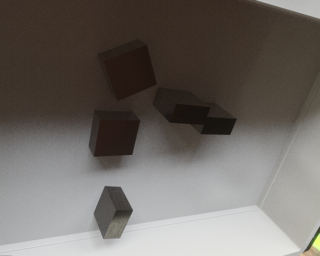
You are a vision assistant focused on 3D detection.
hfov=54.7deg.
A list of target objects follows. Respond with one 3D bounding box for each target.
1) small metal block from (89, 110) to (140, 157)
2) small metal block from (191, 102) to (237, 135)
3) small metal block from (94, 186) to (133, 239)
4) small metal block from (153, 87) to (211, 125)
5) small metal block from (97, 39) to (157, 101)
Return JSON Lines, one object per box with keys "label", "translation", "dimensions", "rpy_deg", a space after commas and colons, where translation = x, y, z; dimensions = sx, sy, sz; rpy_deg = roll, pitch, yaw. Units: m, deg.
{"label": "small metal block", "translation": [-0.057, 0.007, 0.383], "dimensions": [0.050, 0.025, 0.050], "rpy_deg": [0, 119, -29]}
{"label": "small metal block", "translation": [0.066, -0.014, 0.422], "dimensions": [0.050, 0.050, 0.025], "rpy_deg": [2, 117, -30]}
{"label": "small metal block", "translation": [-0.066, 0.117, 0.430], "dimensions": [0.025, 0.050, 0.050], "rpy_deg": [11, 113, -34]}
{"label": "small metal block", "translation": [0.026, -0.028, 0.391], "dimensions": [0.050, 0.050, 0.025], "rpy_deg": [3, 117, -30]}
{"label": "small metal block", "translation": [-0.036, -0.066, 0.350], "dimensions": [0.050, 0.025, 0.050], "rpy_deg": [-25, 128, -13]}
